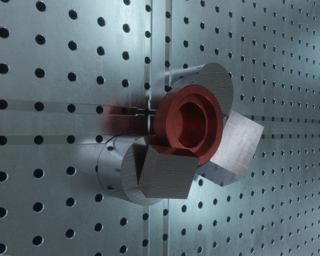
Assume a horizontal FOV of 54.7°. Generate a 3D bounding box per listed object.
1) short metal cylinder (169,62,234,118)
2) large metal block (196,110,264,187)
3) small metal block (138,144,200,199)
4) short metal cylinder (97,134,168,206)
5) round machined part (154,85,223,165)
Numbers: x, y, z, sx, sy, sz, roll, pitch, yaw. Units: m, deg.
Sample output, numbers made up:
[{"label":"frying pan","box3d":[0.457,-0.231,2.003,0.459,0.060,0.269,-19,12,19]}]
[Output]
[{"label":"short metal cylinder","box3d":[0.060,-0.050,0.443,0.081,0.050,0.079,0,90,-40]},{"label":"large metal block","box3d":[0.096,0.032,0.445,0.050,0.080,0.080,28,69,-1]},{"label":"small metal block","box3d":[0.009,0.048,0.335,0.050,0.025,0.050,9,104,-28]},{"label":"short metal cylinder","box3d":[-0.027,0.048,0.370,0.081,0.050,0.079,0,90,-40]},{"label":"round machined part","box3d":[0.031,-0.003,0.386,0.099,0.042,0.097,0,90,-40]}]
